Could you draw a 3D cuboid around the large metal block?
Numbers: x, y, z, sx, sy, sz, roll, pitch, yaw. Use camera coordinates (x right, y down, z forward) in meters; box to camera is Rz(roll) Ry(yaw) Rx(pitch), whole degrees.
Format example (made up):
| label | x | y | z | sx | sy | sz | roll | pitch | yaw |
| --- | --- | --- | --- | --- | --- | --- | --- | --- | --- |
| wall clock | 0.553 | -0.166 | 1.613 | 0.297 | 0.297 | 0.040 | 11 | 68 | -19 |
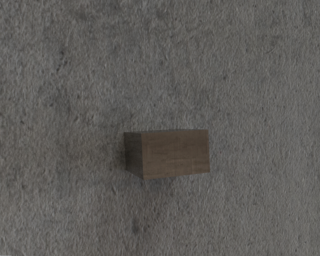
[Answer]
| label | x | y | z | sx | sy | sz | roll | pitch | yaw |
| --- | --- | --- | --- | --- | --- | --- | --- | --- | --- |
| large metal block | 0.005 | 0.028 | 0.382 | 0.081 | 0.080 | 0.050 | -3 | 91 | -20 |
